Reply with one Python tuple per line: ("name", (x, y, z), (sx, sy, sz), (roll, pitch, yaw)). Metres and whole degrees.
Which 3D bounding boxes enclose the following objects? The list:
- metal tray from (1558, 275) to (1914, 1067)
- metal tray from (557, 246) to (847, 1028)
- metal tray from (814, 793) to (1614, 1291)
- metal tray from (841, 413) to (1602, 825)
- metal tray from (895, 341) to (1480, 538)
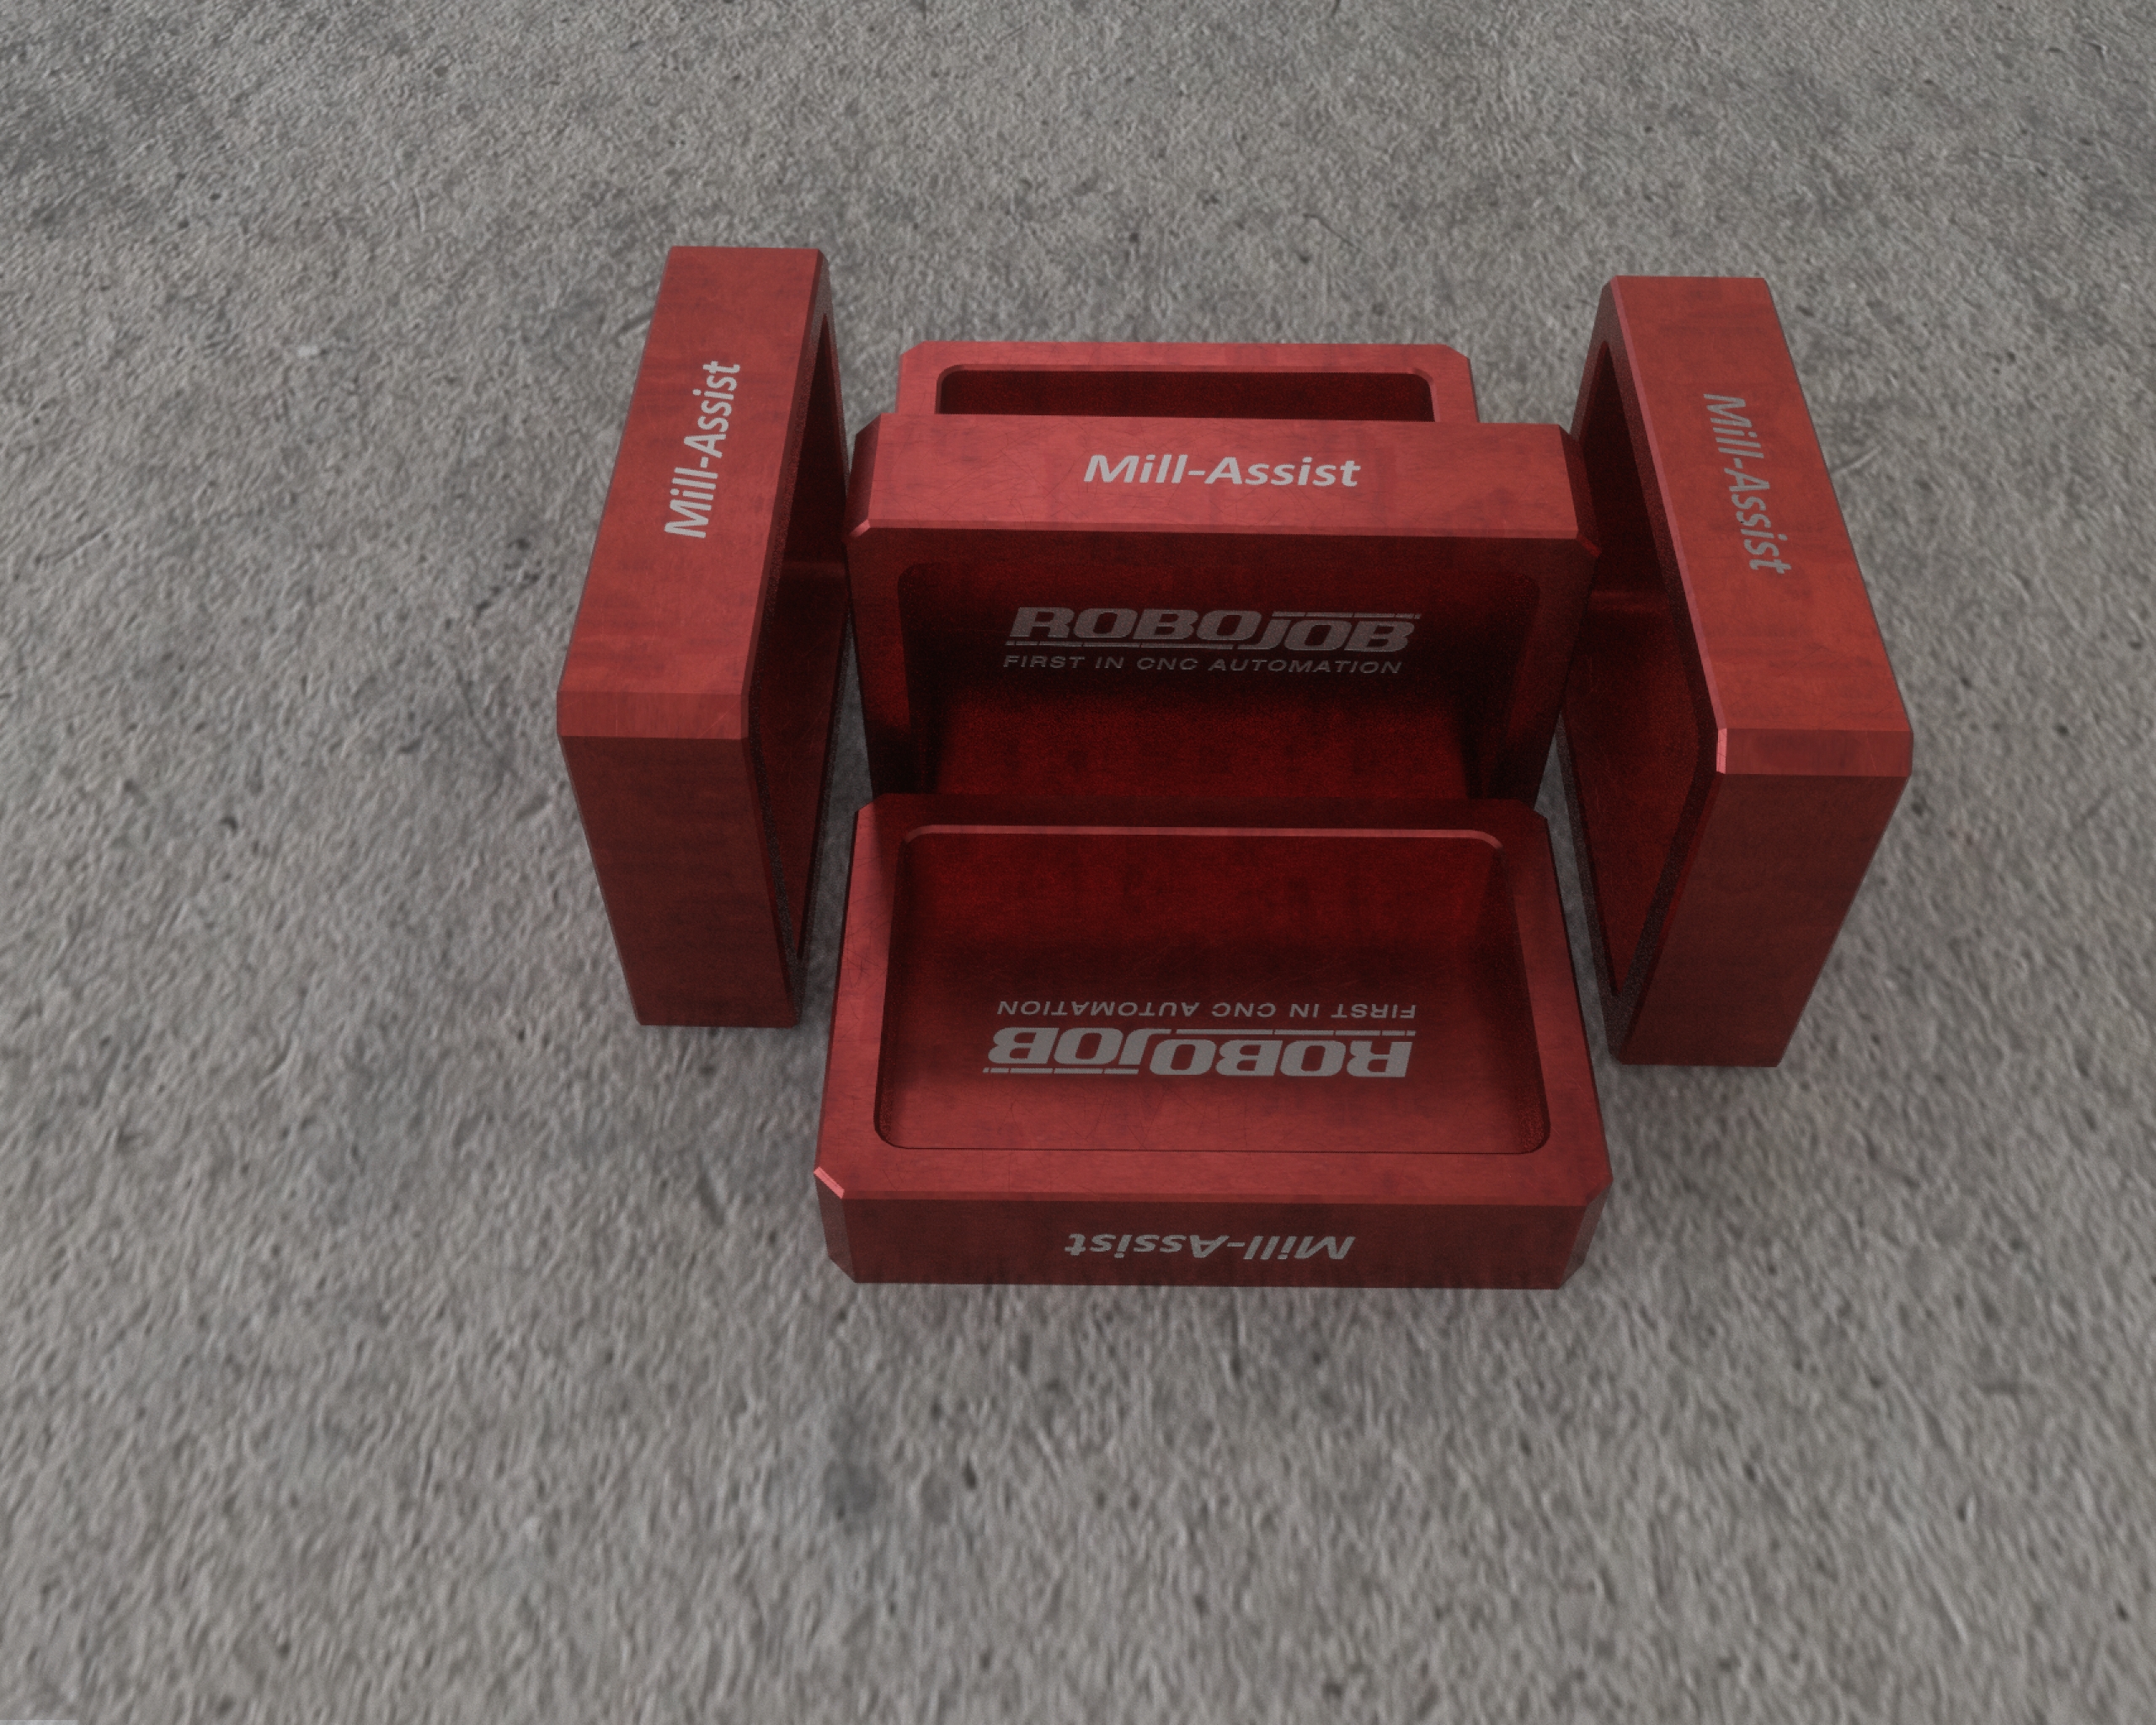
("metal tray", (0.116, -0.038, 0.395), (0.030, 0.090, 0.130), (1, 50, 1))
("metal tray", (-0.066, -0.044, 0.399), (0.030, 0.090, 0.130), (1, 51, 1))
("metal tray", (0.023, 0.030, 0.378), (0.131, 0.030, 0.090), (1, 49, 0))
("metal tray", (0.025, -0.041, 0.398), (0.131, 0.090, 0.030), (1, 52, 1))
("metal tray", (0.024, -0.076, 0.465), (0.131, 0.030, 0.090), (0, 53, 0))
